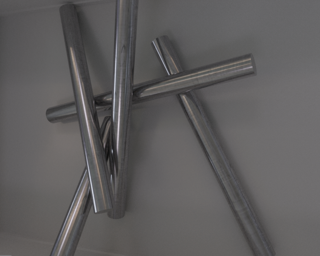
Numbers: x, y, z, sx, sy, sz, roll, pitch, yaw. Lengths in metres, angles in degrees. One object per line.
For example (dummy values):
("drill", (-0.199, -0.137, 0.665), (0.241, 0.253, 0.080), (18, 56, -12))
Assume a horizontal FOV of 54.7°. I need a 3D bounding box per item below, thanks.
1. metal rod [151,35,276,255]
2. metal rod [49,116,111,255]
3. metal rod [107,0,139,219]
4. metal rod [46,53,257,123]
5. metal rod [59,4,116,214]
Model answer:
("metal rod", (0.062, 0.018, 0.388), (0.025, 0.025, 0.299), (-28, 81, 18))
("metal rod", (-0.102, 0.115, 0.362), (0.025, 0.025, 0.300), (4, 58, 20))
("metal rod", (-0.048, -0.020, 0.386), (0.025, 0.025, 0.298), (12, 110, 19))
("metal rod", (-0.031, -0.044, 0.401), (0.300, 0.025, 0.025), (-11, 87, 27))
("metal rod", (-0.100, -0.040, 0.408), (0.025, 0.025, 0.299), (-22, 68, 18))
